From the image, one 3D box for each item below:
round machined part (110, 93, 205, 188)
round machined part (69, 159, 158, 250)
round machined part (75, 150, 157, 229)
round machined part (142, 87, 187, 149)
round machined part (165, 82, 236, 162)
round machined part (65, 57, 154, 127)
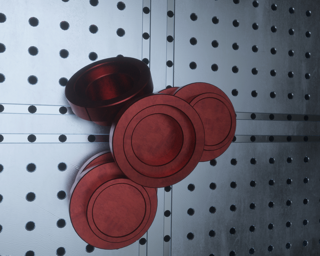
[{"bbox_3d":[-0.005,0.011,0.333,0.099,0.042,0.097,-3,99,-17],"label":"round machined part"},{"bbox_3d":[-0.048,0.085,0.340,0.099,0.042,0.097,0,90,-20],"label":"round machined part"},{"bbox_3d":[-0.049,0.075,0.363,0.099,0.042,0.097,0,90,-20],"label":"round machined part"},{"bbox_3d":[0.023,-0.003,0.390,0.099,0.042,0.097,0,90,-20],"label":"round machined part"},{"bbox_3d":[0.051,-0.007,0.376,0.099,0.042,0.097,0,89,-20],"label":"round machined part"},{"bbox_3d":[-0.056,-0.039,0.362,0.099,0.098,0.042,-29,135,-18],"label":"round machined part"}]
